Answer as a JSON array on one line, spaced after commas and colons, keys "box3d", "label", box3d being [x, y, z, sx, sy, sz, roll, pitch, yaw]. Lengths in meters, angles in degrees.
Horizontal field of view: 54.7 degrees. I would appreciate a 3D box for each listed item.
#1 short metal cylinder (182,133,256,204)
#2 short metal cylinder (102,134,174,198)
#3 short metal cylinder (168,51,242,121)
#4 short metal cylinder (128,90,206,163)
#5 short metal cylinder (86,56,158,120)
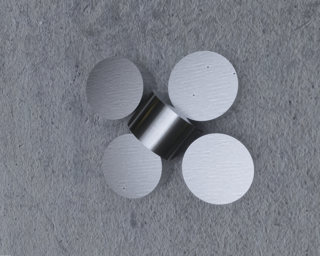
[{"box3d": [0.072, 0.046, 0.370, 0.080, 0.050, 0.079, 0, 90, 19], "label": "short metal cylinder"}, {"box3d": [-0.027, 0.047, 0.404, 0.080, 0.050, 0.079, 0, 90, 19], "label": "short metal cylinder"}, {"box3d": [0.056, -0.048, 0.375, 0.080, 0.050, 0.079, 0, 90, 19], "label": "short metal cylinder"}, {"box3d": [0.008, -0.003, 0.378, 0.080, 0.080, 0.050, 41, 103, 15], "label": "short metal cylinder"}, {"box3d": [-0.050, -0.050, 0.412, 0.080, 0.050, 0.079, 0, 90, 19], "label": "short metal cylinder"}]
